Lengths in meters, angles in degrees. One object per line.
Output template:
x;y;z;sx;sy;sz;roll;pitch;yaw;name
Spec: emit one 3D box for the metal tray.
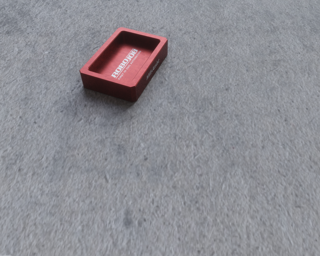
-0.052;-0.104;0.487;0.090;0.030;0.130;18;52;14;metal tray
